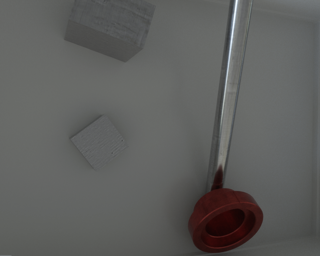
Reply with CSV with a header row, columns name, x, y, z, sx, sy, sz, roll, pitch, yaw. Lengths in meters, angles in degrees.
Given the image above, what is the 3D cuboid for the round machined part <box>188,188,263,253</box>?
name,x,y,z,sx,sy,sz,roll,pitch,yaw
round machined part,0.084,0.120,0.419,0.099,0.042,0.097,-8,125,-12

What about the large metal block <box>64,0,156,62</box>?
name,x,y,z,sx,sy,sz,roll,pitch,yaw
large metal block,-0.061,-0.121,0.359,0.081,0.080,0.050,17,84,-20

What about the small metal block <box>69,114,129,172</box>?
name,x,y,z,sx,sy,sz,roll,pitch,yaw
small metal block,-0.075,0.018,0.383,0.050,0.025,0.050,-39,103,-16

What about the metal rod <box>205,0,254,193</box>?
name,x,y,z,sx,sy,sz,roll,pitch,yaw
metal rod,0.084,-0.039,0.383,0.025,0.025,0.298,-6,115,-20
